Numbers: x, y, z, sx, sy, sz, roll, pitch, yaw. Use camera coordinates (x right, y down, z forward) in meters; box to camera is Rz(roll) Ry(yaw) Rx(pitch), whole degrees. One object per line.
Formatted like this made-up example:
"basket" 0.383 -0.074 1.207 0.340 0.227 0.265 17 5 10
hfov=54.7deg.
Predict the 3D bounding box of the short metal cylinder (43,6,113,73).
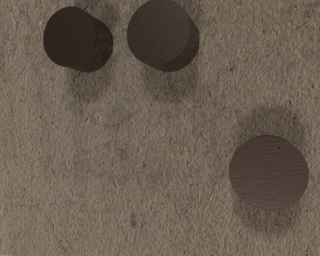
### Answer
"short metal cylinder" -0.114 -0.122 0.434 0.080 0.050 0.079 0 90 19

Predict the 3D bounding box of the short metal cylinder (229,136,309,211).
"short metal cylinder" 0.123 0.048 0.352 0.080 0.050 0.079 0 90 19

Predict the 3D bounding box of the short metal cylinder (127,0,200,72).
"short metal cylinder" 0.005 -0.115 0.393 0.080 0.050 0.079 0 90 19
